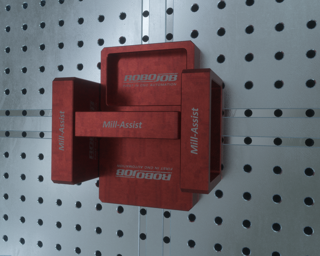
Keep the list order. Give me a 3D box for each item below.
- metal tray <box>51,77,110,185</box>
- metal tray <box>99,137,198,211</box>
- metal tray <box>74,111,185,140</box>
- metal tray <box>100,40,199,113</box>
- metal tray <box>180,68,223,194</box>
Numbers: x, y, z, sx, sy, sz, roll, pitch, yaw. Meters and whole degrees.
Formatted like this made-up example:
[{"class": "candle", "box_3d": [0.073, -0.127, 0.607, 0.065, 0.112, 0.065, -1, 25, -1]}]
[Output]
[{"class": "metal tray", "box_3d": [-0.102, 0.003, 0.412, 0.030, 0.090, 0.129, 1, 90, 20]}, {"class": "metal tray", "box_3d": [-0.017, 0.057, 0.413, 0.130, 0.030, 0.089, 1, 90, 19]}, {"class": "metal tray", "box_3d": [-0.027, -0.004, 0.385, 0.130, 0.090, 0.030, 1, 91, 19]}, {"class": "metal tray", "box_3d": [-0.015, -0.064, 0.414, 0.130, 0.030, 0.089, 1, 90, 19]}, {"class": "metal tray", "box_3d": [0.050, 0.003, 0.359, 0.030, 0.090, 0.129, 1, 90, 20]}]
